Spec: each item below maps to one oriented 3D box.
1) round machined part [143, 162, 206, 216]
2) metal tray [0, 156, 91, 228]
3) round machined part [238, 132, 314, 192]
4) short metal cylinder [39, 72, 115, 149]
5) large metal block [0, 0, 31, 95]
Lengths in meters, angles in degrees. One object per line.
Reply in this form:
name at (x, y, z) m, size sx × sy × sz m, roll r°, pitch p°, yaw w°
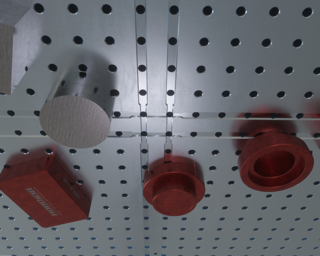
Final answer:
round machined part at (0.022, 0.102, 0.488) m, size 0.099 × 0.042 × 0.097 m, roll 0°, pitch 130°, yaw 0°
metal tray at (-0.182, 0.107, 0.498) m, size 0.090 × 0.030 × 0.130 m, roll -16°, pitch 129°, yaw 12°
round machined part at (0.160, 0.044, 0.439) m, size 0.099 × 0.042 × 0.097 m, roll 0°, pitch 130°, yaw 0°
short metal cylinder at (-0.098, -0.021, 0.376) m, size 0.081 × 0.050 × 0.079 m, roll 0°, pitch 130°, yaw 0°
large metal block at (-0.185, -0.089, 0.317) m, size 0.081 × 0.050 × 0.079 m, roll 14°, pitch 129°, yaw -12°
